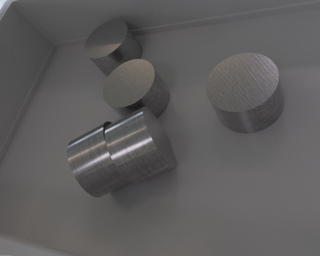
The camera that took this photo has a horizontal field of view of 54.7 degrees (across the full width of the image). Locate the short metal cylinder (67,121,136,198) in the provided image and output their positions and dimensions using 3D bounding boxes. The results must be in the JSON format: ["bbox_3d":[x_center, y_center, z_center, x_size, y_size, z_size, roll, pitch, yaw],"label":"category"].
[{"bbox_3d":[-0.068,0.039,0.383,0.050,0.080,0.080,-28,52,11],"label":"short metal cylinder"}]

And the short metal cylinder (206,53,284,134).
[{"bbox_3d":[0.100,-0.040,0.362,0.080,0.050,0.080,-13,56,21],"label":"short metal cylinder"}]

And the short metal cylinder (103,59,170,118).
[{"bbox_3d":[-0.033,-0.050,0.438,0.080,0.050,0.080,-13,56,21],"label":"short metal cylinder"}]

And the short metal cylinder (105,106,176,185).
[{"bbox_3d":[-0.022,0.021,0.369,0.050,0.080,0.080,-27,52,12],"label":"short metal cylinder"}]

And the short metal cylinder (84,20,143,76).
[{"bbox_3d":[-0.076,-0.130,0.510,0.080,0.050,0.080,-13,56,21],"label":"short metal cylinder"}]
